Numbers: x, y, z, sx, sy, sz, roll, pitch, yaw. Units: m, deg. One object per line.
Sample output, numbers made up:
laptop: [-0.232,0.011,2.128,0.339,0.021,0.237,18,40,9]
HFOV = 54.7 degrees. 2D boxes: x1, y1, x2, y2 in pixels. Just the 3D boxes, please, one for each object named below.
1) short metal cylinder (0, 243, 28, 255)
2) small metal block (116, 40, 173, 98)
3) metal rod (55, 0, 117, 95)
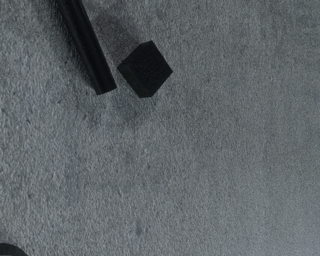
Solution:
short metal cylinder: [-0.144,0.148,0.269,0.081,0.050,0.079,0,90,-40]
small metal block: [-0.018,-0.073,0.391,0.050,0.025,0.050,-53,121,-27]
metal rod: [-0.112,-0.176,0.311,0.025,0.025,0.298,-34,111,-35]
